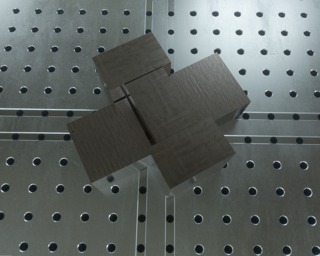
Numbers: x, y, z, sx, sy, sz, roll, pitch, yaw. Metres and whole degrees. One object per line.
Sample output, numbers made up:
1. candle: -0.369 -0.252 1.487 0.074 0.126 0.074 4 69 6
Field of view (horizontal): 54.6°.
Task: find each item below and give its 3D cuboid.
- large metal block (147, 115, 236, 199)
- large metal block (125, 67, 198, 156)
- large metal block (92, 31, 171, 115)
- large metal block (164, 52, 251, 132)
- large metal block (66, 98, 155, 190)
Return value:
1. large metal block: 0.033 0.038 0.369 0.080 0.080 0.050 -27 72 -10
2. large metal block: 0.001 -0.015 0.388 0.050 0.080 0.080 -27 72 -9
3. large metal block: -0.034 -0.067 0.406 0.080 0.080 0.050 -27 72 -9
4. large metal block: 0.058 -0.041 0.413 0.080 0.050 0.080 -27 74 -9
5. large metal block: -0.060 0.021 0.392 0.080 0.050 0.080 -25 72 -9
